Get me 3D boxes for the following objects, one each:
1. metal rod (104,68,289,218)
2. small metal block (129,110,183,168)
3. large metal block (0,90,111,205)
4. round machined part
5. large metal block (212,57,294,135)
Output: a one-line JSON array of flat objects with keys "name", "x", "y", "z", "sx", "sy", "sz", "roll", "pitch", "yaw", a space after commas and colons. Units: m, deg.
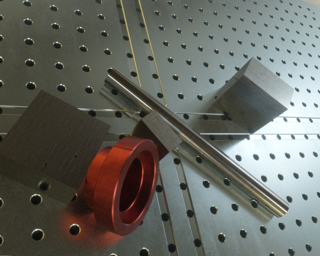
[{"name": "metal rod", "x": 0.052, "y": 0.021, "z": 0.422, "sx": 0.300, "sy": 0.025, "sz": 0.025, "roll": 38, "pitch": 51, "yaw": -3}, {"name": "small metal block", "x": -0.008, "y": 0.014, "z": 0.379, "sx": 0.050, "sy": 0.050, "sz": 0.025, "roll": 49, "pitch": 51, "yaw": 6}, {"name": "large metal block", "x": -0.109, "y": 0.020, "z": 0.321, "sx": 0.080, "sy": 0.050, "sz": 0.080, "roll": 29, "pitch": 52, "yaw": -10}, {"name": "round machined part", "x": -0.040, "y": 0.055, "z": 0.318, "sx": 0.042, "sy": 0.097, "sz": 0.098, "roll": 11, "pitch": 48, "yaw": 22}, {"name": "large metal block", "x": 0.142, "y": -0.048, "z": 0.478, "sx": 0.080, "sy": 0.080, "sz": 0.050, "roll": 37, "pitch": 51, "yaw": -4}]
